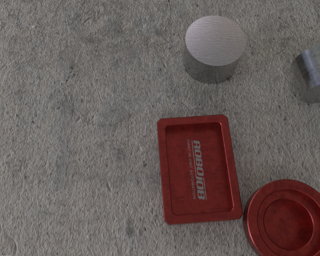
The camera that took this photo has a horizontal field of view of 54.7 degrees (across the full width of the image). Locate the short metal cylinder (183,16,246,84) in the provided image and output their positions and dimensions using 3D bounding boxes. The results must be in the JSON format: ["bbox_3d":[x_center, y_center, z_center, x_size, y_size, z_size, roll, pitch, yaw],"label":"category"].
[{"bbox_3d":[0.074,-0.109,0.435,0.081,0.050,0.080,0,70,0],"label":"short metal cylinder"}]

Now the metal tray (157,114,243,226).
[{"bbox_3d":[0.046,0.051,0.387,0.091,0.030,0.130,-4,70,-2],"label":"metal tray"}]

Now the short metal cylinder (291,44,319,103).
[{"bbox_3d":[0.221,-0.072,0.407,0.081,0.080,0.050,-8,70,-3],"label":"short metal cylinder"}]

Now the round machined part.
[{"bbox_3d":[0.145,0.112,0.359,0.099,0.042,0.098,0,70,0],"label":"round machined part"}]
